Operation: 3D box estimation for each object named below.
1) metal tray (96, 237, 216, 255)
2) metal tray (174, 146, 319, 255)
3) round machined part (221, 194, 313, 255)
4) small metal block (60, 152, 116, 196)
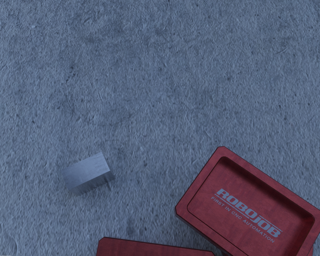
[{"bbox_3d":[-0.008,0.175,0.341,0.131,0.030,0.090,7,70,2],"label":"metal tray"},{"bbox_3d":[0.092,0.092,0.327,0.130,0.030,0.090,35,74,12],"label":"metal tray"},{"bbox_3d":[0.116,0.127,0.353,0.099,0.042,0.098,0,70,0],"label":"round machined part"},{"bbox_3d":[-0.084,0.056,0.374,0.050,0.050,0.025,-25,72,-9],"label":"small metal block"}]
